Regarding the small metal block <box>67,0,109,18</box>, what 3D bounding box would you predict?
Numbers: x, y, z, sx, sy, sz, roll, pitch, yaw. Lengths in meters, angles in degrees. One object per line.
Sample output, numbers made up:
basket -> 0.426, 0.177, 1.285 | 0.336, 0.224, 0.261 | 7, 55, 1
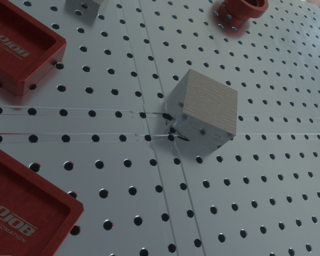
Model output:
small metal block -> -0.107, -0.205, 0.475 | 0.050, 0.025, 0.050 | 29, 52, -10

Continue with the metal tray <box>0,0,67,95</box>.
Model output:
metal tray -> -0.192, -0.108, 0.367 | 0.130, 0.030, 0.090 | 34, 51, -6

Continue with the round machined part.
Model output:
round machined part -> 0.177, -0.268, 0.655 | 0.099, 0.042, 0.098 | 14, 56, -21

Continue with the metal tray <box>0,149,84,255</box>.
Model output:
metal tray -> -0.148, 0.076, 0.278 | 0.130, 0.030, 0.090 | 35, 51, -5

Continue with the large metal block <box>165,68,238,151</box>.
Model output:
large metal block -> 0.061, -0.025, 0.440 | 0.080, 0.050, 0.080 | 23, 53, -15
